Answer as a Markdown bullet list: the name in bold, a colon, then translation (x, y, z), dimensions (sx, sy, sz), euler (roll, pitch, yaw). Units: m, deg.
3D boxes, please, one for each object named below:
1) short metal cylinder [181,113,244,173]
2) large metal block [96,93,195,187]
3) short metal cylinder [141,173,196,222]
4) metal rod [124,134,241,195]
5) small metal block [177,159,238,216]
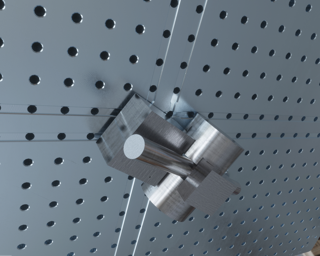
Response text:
- **short metal cylinder**: translation (0.067, 0.023, 0.423), dimensions (0.080, 0.080, 0.050), euler (31, 101, -38)
- **large metal block**: translation (-0.018, 0.017, 0.388), dimensions (0.080, 0.050, 0.080), euler (33, 100, -39)
- **short metal cylinder**: translation (0.021, 0.084, 0.434), dimensions (0.080, 0.080, 0.050), euler (34, 99, -39)
- **metal rod**: translation (0.052, 0.062, 0.423), dimensions (0.025, 0.025, 0.301), euler (-50, 144, 7)
- **small metal block**: translation (0.058, 0.075, 0.383), dimensions (0.050, 0.025, 0.050), euler (35, 99, -30)
